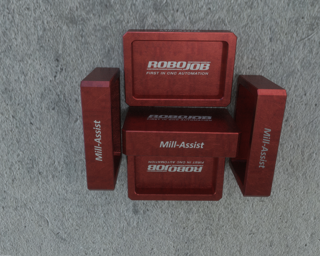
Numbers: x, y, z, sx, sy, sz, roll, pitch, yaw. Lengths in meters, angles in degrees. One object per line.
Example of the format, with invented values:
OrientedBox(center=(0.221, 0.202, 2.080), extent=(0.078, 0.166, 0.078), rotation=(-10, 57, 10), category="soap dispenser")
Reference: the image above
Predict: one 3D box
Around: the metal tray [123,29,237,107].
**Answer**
OrientedBox(center=(0.023, -0.073, 0.382), extent=(0.131, 0.030, 0.089), rotation=(0, 113, -1), category="metal tray")

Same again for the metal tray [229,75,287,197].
OrientedBox(center=(0.114, 0.007, 0.380), extent=(0.030, 0.090, 0.129), rotation=(1, 110, 0), category="metal tray")

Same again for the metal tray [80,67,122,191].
OrientedBox(center=(-0.067, -0.002, 0.375), extent=(0.030, 0.090, 0.129), rotation=(1, 111, -1), category="metal tray")

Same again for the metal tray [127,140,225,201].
OrientedBox(center=(0.021, 0.054, 0.430), extent=(0.131, 0.030, 0.089), rotation=(1, 109, -1), category="metal tray")

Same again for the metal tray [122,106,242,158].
OrientedBox(center=(0.024, 0.002, 0.379), extent=(0.131, 0.090, 0.030), rotation=(1, 111, -1), category="metal tray")
